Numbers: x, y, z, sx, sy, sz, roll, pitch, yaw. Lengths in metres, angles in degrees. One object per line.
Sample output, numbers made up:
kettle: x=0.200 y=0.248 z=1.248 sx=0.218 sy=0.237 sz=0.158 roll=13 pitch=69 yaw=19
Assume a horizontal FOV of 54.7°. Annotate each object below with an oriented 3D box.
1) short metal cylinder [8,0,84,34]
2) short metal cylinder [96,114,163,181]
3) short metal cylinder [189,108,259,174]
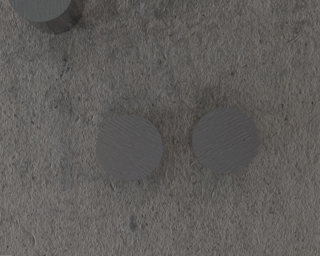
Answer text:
short metal cylinder: x=-0.144 y=-0.167 z=0.396 sx=0.081 sy=0.050 sz=0.080 roll=0 pitch=90 yaw=0
short metal cylinder: x=-0.037 y=0.023 z=0.397 sx=0.081 sy=0.050 sz=0.080 roll=0 pitch=90 yaw=0
short metal cylinder: x=0.079 y=0.015 z=0.398 sx=0.081 sy=0.050 sz=0.080 roll=0 pitch=90 yaw=0
